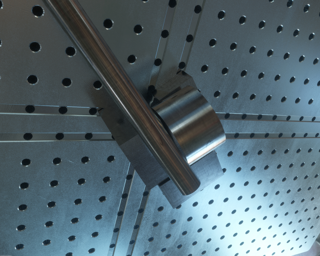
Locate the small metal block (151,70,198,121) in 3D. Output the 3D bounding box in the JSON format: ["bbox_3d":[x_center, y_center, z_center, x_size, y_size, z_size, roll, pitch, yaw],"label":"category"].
[{"bbox_3d":[0.024,-0.038,0.403,0.050,0.025,0.050,-36,130,-5],"label":"small metal block"}]

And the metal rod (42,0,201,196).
[{"bbox_3d":[-0.048,-0.054,0.285,0.025,0.025,0.299,-36,108,-5],"label":"metal rod"}]

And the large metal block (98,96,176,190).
[{"bbox_3d":[-0.023,0.014,0.374,0.050,0.080,0.080,-33,129,-7],"label":"large metal block"}]

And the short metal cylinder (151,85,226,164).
[{"bbox_3d":[0.031,-0.002,0.360,0.050,0.080,0.080,-32,129,-8],"label":"short metal cylinder"}]

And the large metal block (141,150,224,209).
[{"bbox_3d":[0.025,0.046,0.417,0.080,0.080,0.050,-33,129,-7],"label":"large metal block"}]
